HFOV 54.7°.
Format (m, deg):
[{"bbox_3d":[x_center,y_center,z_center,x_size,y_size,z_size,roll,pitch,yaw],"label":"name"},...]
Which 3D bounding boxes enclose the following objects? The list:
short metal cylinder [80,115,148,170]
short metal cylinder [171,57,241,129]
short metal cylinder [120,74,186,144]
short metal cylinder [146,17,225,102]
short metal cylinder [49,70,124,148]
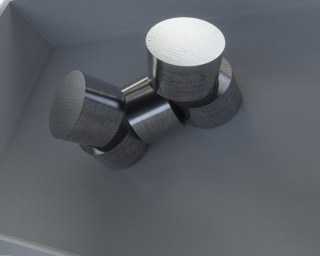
[{"bbox_3d":[-0.061,0.009,0.412,0.080,0.050,0.080,-13,56,20],"label":"short metal cylinder"},{"bbox_3d":[0.055,-0.046,0.386,0.080,0.050,0.080,-13,56,20],"label":"short metal cylinder"},{"bbox_3d":[-0.009,-0.027,0.388,0.050,0.080,0.080,-26,53,12],"label":"short metal cylinder"},{"bbox_3d":[0.026,-0.075,0.335,0.081,0.050,0.080,0,53,0],"label":"short metal cylinder"},{"bbox_3d":[-0.087,-0.021,0.361,0.080,0.050,0.080,-20,61,42],"label":"short metal cylinder"}]
